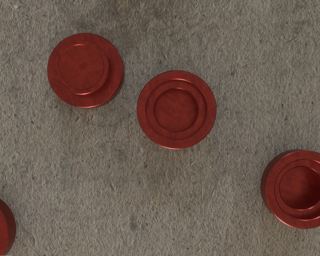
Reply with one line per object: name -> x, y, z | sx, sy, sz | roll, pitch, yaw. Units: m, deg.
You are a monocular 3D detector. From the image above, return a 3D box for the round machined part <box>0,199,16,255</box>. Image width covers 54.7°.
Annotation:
round machined part -> -0.235, 0.131, 0.400 | 0.099, 0.042, 0.097 | 0, 90, 0

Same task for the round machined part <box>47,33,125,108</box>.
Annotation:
round machined part -> -0.097, -0.075, 0.401 | 0.099, 0.042, 0.097 | 0, 90, 0

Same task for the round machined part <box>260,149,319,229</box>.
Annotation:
round machined part -> 0.179, 0.076, 0.403 | 0.099, 0.042, 0.097 | 0, 90, 0

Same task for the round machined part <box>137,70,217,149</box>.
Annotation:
round machined part -> 0.021, -0.023, 0.401 | 0.099, 0.042, 0.097 | 0, 90, 0
